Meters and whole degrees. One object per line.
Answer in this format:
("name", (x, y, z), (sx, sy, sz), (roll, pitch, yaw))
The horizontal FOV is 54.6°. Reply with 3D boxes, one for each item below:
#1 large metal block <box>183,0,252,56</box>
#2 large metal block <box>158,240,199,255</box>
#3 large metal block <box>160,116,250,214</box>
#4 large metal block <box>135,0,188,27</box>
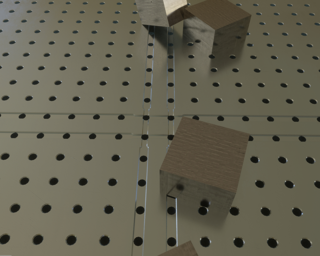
("large metal block", (0.098, -0.182, 0.545), (0.080, 0.050, 0.080), (-28, 56, -21))
("large metal block", (-0.002, 0.144, 0.251), (0.081, 0.080, 0.050), (-19, 53, -15))
("large metal block", (0.051, 0.041, 0.358), (0.080, 0.050, 0.080), (16, 52, 13))
("large metal block", (0.000, -0.230, 0.551), (0.050, 0.080, 0.080), (-36, 38, -26))
